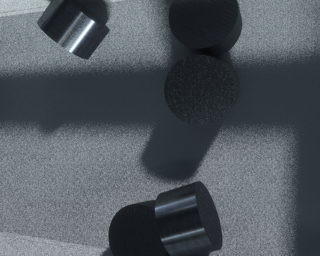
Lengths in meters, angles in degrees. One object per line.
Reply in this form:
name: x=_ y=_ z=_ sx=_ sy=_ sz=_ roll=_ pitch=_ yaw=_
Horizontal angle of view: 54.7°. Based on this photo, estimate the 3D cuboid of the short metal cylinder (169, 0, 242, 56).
short metal cylinder: x=0.057 y=-0.131 z=0.377 sx=0.080 sy=0.050 sz=0.079 roll=0 pitch=90 yaw=19

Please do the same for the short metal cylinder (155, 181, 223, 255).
short metal cylinder: x=0.035 y=0.109 z=0.368 sx=0.050 sy=0.080 sz=0.080 roll=-22 pitch=83 yaw=18

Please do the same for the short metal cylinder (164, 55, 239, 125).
short metal cylinder: x=0.051 y=-0.047 z=0.371 sx=0.080 sy=0.050 sz=0.079 roll=4 pitch=104 yaw=19

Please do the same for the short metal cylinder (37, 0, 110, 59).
short metal cylinder: x=-0.116 y=-0.139 z=0.421 sx=0.080 sy=0.080 sz=0.050 roll=44 pitch=104 yaw=14

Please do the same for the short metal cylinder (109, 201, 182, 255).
short metal cylinder: x=-0.018 y=0.136 z=0.397 sx=0.080 sy=0.050 sz=0.080 roll=-3 pitch=82 yaw=23
